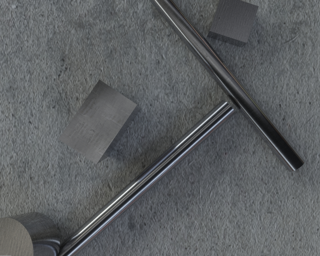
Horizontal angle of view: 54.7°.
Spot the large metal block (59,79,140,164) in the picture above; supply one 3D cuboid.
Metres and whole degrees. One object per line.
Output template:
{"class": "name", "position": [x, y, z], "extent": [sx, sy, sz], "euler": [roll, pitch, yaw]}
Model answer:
{"class": "large metal block", "position": [-0.069, -0.007, 0.382], "extent": [0.050, 0.080, 0.080], "euler": [34, 90, -1]}

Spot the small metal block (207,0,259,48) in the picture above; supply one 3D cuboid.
{"class": "small metal block", "position": [0.096, -0.141, 0.411], "extent": [0.050, 0.025, 0.050], "euler": [18, 90, -1]}

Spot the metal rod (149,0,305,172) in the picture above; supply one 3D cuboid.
{"class": "metal rod", "position": [0.087, -0.066, 0.411], "extent": [0.025, 0.025, 0.300], "euler": [-39, 91, 0]}

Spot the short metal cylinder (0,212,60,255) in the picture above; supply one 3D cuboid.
{"class": "short metal cylinder", "position": [-0.174, 0.148, 0.384], "extent": [0.080, 0.050, 0.080], "euler": [-2, 82, 16]}

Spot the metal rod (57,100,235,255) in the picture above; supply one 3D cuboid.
{"class": "metal rod", "position": [-0.021, 0.072, 0.409], "extent": [0.300, 0.025, 0.025], "euler": [-42, 91, -1]}
